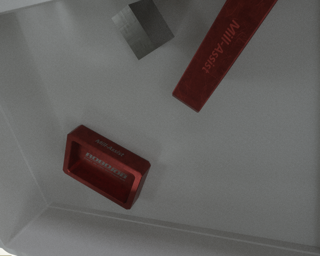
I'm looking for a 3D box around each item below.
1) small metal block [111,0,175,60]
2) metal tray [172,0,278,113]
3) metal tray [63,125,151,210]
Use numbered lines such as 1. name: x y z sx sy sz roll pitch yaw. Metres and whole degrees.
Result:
1. small metal block: -0.016 -0.108 0.333 0.025 0.050 0.050 -24 106 36
2. metal tray: 0.066 -0.084 0.279 0.030 0.090 0.129 35 129 5
3. metal tray: -0.087 0.062 0.487 0.130 0.030 0.089 28 128 10
